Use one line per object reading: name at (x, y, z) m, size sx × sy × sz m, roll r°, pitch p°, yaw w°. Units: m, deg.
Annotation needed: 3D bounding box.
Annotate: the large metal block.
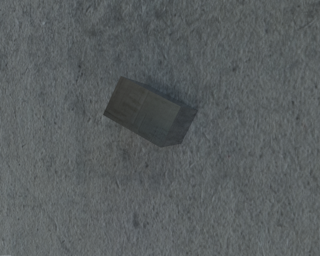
large metal block at (-0.008, -0.019, 0.383) m, size 0.080 × 0.080 × 0.050 m, roll 29°, pitch 100°, yaw 17°
